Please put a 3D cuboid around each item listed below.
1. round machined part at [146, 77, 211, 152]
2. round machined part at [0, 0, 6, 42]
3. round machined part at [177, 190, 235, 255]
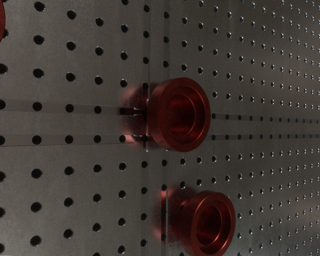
[{"bbox_3d":[0.020,-0.017,0.417,0.099,0.042,0.097,0,90,-40],"label":"round machined part"},{"bbox_3d":[-0.181,-0.091,0.244,0.099,0.042,0.097,-5,98,-39],"label":"round machined part"},{"bbox_3d":[0.064,0.140,0.455,0.099,0.042,0.097,0,90,-40],"label":"round machined part"}]
